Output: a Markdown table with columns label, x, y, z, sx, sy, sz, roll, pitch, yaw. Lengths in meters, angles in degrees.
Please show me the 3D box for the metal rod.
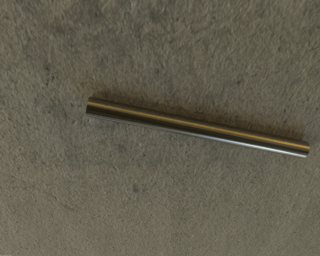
| label | x | y | z | sx | sy | sz | roll | pitch | yaw |
| --- | --- | --- | --- | --- | --- | --- | --- | --- | --- |
| metal rod | 0.056 | 0.002 | 0.409 | 0.302 | 0.025 | 0.025 | 11 | 129 | -10 |
